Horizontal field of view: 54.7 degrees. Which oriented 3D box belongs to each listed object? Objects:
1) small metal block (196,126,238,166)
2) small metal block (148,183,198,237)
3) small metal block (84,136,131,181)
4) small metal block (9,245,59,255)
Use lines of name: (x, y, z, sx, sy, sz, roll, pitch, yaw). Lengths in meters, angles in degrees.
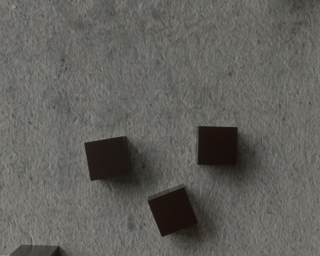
small metal block: (0.074, 0.023, 0.411, 0.050, 0.025, 0.050, 2, 90, -1)
small metal block: (0.017, 0.108, 0.410, 0.050, 0.025, 0.050, -21, 90, -1)
small metal block: (-0.068, 0.039, 0.409, 0.050, 0.025, 0.050, -10, 90, -1)
small metal block: (-0.163, 0.172, 0.395, 0.050, 0.050, 0.025, 2, 90, -1)
